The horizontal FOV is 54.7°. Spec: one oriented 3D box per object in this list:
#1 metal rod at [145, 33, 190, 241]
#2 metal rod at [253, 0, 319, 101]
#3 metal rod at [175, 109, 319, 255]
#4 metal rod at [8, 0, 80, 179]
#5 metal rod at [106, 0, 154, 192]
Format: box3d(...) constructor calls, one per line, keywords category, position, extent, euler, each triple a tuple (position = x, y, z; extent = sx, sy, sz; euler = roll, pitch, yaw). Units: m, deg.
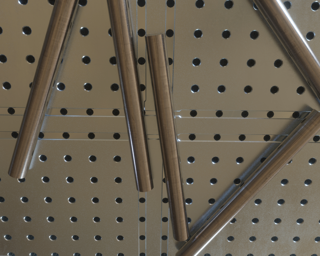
box3d(category="metal rod", position=(0.013, 0.027, 0.423), extent=(0.025, 0.025, 0.298), euler=(-7, 110, 2))
box3d(category="metal rod", position=(0.179, -0.087, 0.383), extent=(0.025, 0.025, 0.300), euler=(-38, 106, 12))
box3d(category="metal rod", position=(0.124, 0.095, 0.450), extent=(0.025, 0.025, 0.299), euler=(35, 106, -12))
box3d(category="metal rod", position=(-0.143, -0.066, 0.387), extent=(0.025, 0.025, 0.298), euler=(21, 109, -8))
box3d(category="metal rod", position=(-0.038, -0.054, 0.393), extent=(0.025, 0.025, 0.298), euler=(-6, 110, 2))
